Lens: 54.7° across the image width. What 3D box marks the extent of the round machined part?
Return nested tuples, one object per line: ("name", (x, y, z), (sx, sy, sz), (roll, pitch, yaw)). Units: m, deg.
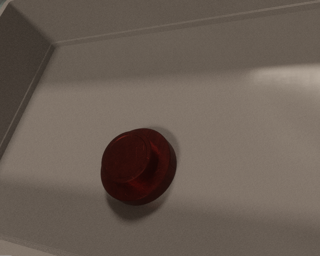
("round machined part", (-0.033, 0.043, 0.384), (0.098, 0.042, 0.098), (-13, 56, 20))
